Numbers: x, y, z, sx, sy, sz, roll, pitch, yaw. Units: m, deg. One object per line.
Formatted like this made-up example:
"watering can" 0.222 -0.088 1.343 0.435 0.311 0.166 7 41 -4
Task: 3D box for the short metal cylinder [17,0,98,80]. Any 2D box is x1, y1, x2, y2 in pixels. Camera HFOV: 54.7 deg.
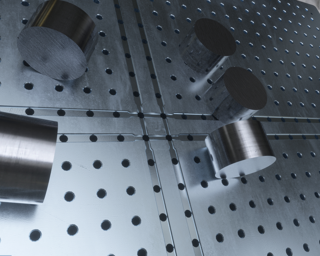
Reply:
"short metal cylinder" -0.120 -0.104 0.372 0.080 0.080 0.050 22 54 -16

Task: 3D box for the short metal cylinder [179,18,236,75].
"short metal cylinder" 0.080 -0.136 0.521 0.081 0.050 0.080 14 56 -21

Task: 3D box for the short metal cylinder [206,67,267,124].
"short metal cylinder" 0.120 -0.050 0.490 0.081 0.050 0.080 14 56 -21

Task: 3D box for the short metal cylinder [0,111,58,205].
"short metal cylinder" -0.129 0.028 0.287 0.050 0.080 0.080 12 57 -23

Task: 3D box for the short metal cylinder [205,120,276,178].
"short metal cylinder" 0.106 0.030 0.414 0.081 0.080 0.050 1 61 -28
